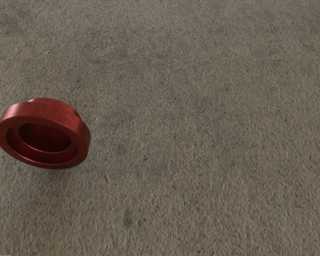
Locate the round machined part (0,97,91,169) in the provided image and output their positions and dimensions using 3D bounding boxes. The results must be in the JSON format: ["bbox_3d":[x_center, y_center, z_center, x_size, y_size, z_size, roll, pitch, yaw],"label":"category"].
[{"bbox_3d":[-0.128,0.003,0.353,0.099,0.098,0.042,2,50,1],"label":"round machined part"}]
